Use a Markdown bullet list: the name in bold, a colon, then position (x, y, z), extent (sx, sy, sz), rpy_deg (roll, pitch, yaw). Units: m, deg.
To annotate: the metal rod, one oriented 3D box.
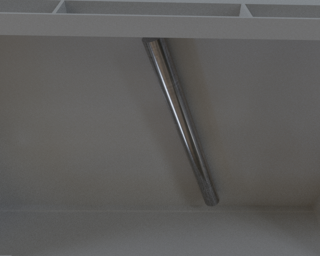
- **metal rod**: position (0.039, 0.011, 0.419), extent (0.025, 0.025, 0.299), rpy_deg (-14, 129, 11)
